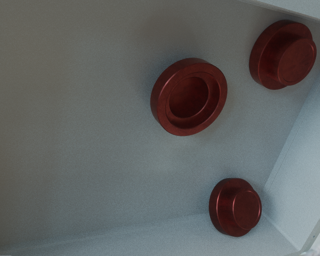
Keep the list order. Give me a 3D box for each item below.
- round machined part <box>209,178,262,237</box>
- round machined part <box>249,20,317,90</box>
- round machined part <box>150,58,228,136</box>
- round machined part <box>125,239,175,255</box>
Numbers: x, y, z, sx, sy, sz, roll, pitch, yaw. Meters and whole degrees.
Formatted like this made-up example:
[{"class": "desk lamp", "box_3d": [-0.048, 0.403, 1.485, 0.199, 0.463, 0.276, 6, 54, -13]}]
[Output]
[{"class": "round machined part", "box_3d": [0.134, 0.135, 0.526, 0.099, 0.042, 0.097, 5, 80, -32]}, {"class": "round machined part", "box_3d": [0.179, -0.098, 0.437, 0.099, 0.042, 0.097, -14, 125, -21]}, {"class": "round machined part", "box_3d": [0.032, -0.042, 0.391, 0.099, 0.042, 0.097, -14, 125, -21]}, {"class": "round machined part", "box_3d": [-0.017, 0.248, 0.546, 0.099, 0.042, 0.097, -14, 124, -21]}]
